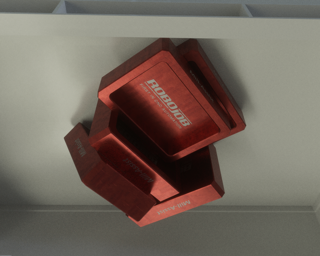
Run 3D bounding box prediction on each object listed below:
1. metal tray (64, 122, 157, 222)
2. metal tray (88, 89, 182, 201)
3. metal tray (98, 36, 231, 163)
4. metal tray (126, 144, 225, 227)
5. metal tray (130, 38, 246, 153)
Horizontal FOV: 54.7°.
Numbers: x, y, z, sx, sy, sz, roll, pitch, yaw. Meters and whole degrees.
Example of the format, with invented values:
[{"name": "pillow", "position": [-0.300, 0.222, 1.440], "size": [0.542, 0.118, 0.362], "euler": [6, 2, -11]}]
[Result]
[{"name": "metal tray", "position": [-0.065, 0.049, 0.381], "size": [0.030, 0.130, 0.090], "euler": [-47, 121, -3]}, {"name": "metal tray", "position": [-0.024, 0.019, 0.379], "size": [0.030, 0.090, 0.130], "euler": [-30, 124, 22]}, {"name": "metal tray", "position": [0.008, -0.024, 0.344], "size": [0.090, 0.030, 0.130], "euler": [-29, 124, 22]}, {"name": "metal tray", "position": [0.017, 0.072, 0.426], "size": [0.130, 0.090, 0.030], "euler": [-26, 126, 20]}, {"name": "metal tray", "position": [0.036, -0.032, 0.379], "size": [0.090, 0.030, 0.130], "euler": [-26, 125, 22]}]
